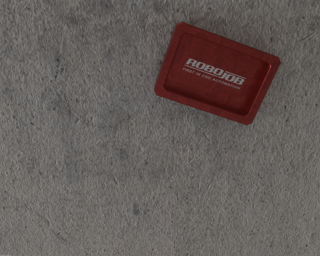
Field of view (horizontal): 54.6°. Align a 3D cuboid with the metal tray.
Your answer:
[{"bbox_3d":[0.067,-0.066,0.383,0.131,0.030,0.089,18,109,-7],"label":"metal tray"}]
